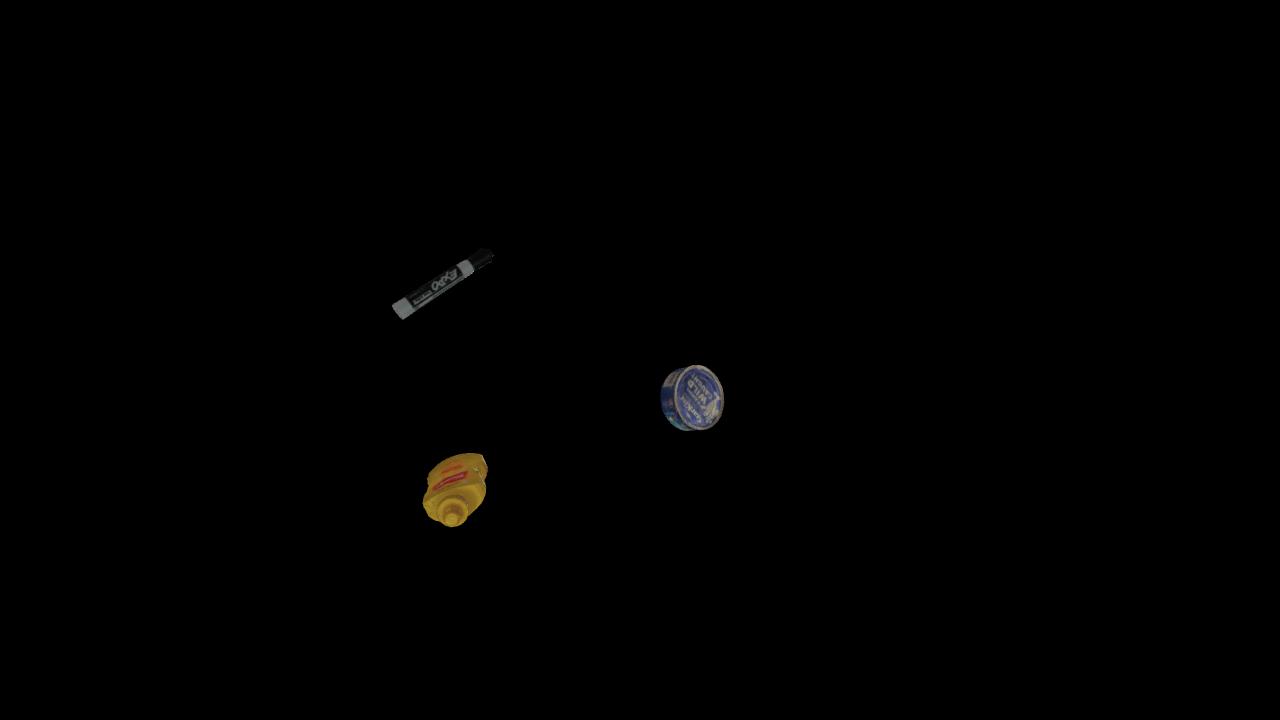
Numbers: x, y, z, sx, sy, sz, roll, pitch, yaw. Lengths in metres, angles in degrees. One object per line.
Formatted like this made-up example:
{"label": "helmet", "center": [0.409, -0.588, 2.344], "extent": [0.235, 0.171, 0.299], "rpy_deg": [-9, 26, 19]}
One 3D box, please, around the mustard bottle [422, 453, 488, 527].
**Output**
{"label": "mustard bottle", "center": [-0.269, 0.194, 0.898], "extent": [0.092, 0.054, 0.184], "rpy_deg": [-13, 14, -10]}

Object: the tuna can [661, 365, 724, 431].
{"label": "tuna can", "center": [0.067, 0.050, 0.798], "extent": [0.084, 0.084, 0.034], "rpy_deg": [0, -8, -37]}

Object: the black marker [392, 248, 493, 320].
{"label": "black marker", "center": [-0.209, -0.085, 0.662], "extent": [0.121, 0.020, 0.020], "rpy_deg": [-39, 16, -20]}
